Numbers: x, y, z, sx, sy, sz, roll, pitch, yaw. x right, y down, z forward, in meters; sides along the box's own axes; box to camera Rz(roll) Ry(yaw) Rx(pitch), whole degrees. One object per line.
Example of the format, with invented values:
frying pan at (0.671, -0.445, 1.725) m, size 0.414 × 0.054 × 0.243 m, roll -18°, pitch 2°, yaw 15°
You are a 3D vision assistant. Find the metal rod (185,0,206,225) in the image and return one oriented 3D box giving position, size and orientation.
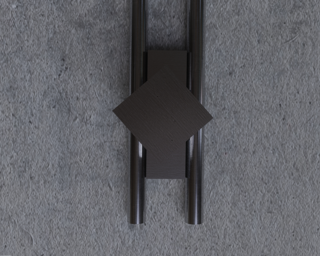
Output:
metal rod at (0.047, -0.024, 0.412) m, size 0.025 × 0.025 × 0.298 m, roll 1°, pitch 90°, yaw -1°

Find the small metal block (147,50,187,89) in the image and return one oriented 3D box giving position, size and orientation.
small metal block at (0.009, -0.075, 0.410) m, size 0.050 × 0.025 × 0.050 m, roll 1°, pitch 90°, yaw -1°

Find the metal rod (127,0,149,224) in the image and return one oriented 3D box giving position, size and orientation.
metal rod at (-0.029, -0.025, 0.411) m, size 0.025 × 0.025 × 0.298 m, roll 1°, pitch 90°, yaw -1°

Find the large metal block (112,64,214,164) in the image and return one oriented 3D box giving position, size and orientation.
large metal block at (0.003, -0.015, 0.372) m, size 0.080 × 0.050 × 0.080 m, roll -41°, pitch 91°, yaw 0°

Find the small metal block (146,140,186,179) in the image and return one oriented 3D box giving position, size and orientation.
small metal block at (0.008, 0.041, 0.410) m, size 0.050 × 0.025 × 0.050 m, roll 1°, pitch 90°, yaw -1°
